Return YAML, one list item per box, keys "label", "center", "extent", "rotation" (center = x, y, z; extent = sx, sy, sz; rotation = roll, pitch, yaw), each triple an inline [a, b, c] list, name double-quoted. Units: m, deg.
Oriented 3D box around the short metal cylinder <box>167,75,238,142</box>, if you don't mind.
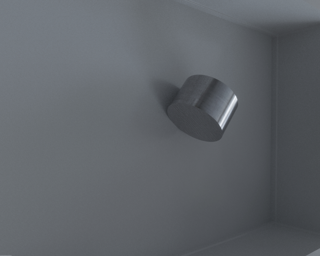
- label: "short metal cylinder"
  center: [0.057, -0.025, 0.417]
  extent: [0.080, 0.080, 0.050]
  rotation: [47, 62, -30]
